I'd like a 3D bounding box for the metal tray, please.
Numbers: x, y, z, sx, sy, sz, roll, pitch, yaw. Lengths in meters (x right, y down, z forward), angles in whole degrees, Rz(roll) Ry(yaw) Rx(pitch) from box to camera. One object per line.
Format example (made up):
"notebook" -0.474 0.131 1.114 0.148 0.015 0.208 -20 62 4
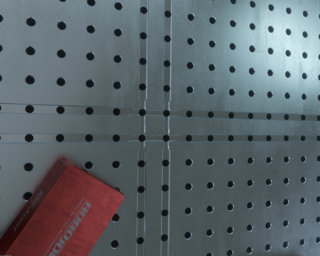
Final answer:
"metal tray" -0.112 0.110 0.353 0.090 0.030 0.130 42 76 -37
